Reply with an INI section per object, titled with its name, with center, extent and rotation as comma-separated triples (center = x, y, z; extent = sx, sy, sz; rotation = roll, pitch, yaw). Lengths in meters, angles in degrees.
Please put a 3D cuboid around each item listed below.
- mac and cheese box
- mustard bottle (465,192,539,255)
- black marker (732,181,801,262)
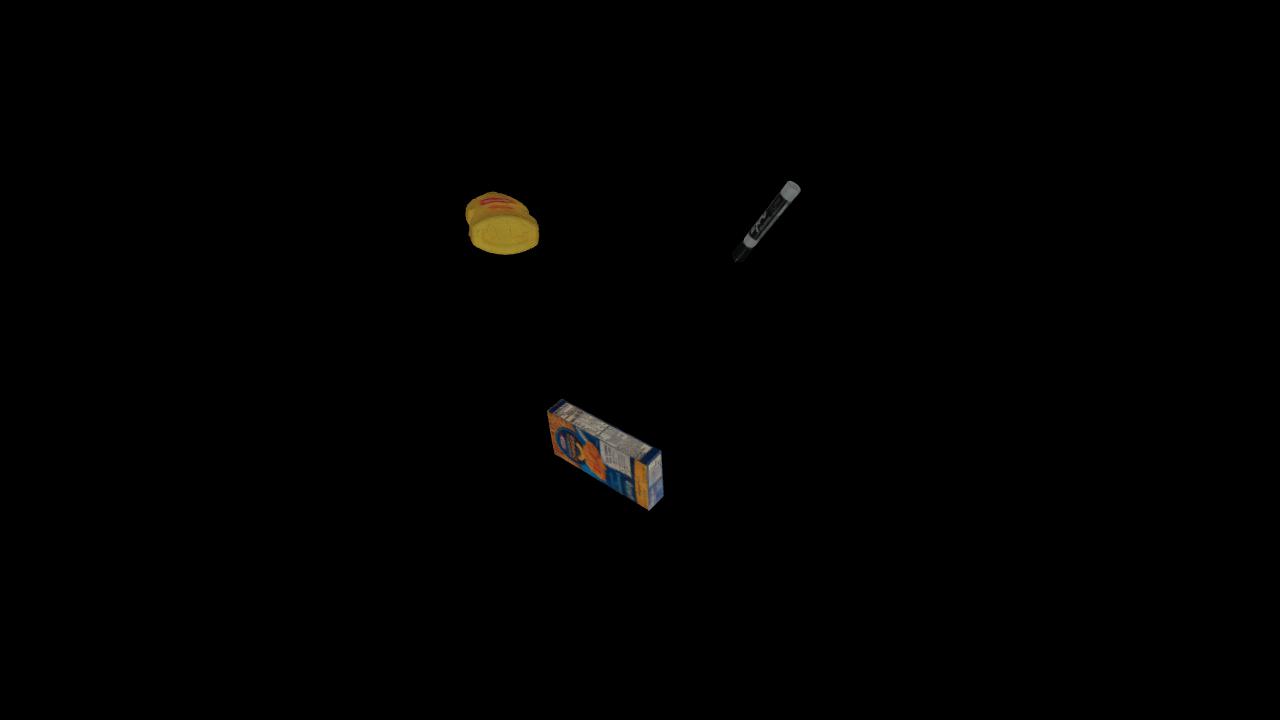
[mac and cheese box]
center = -0.050, 0.132, 0.875
extent = 0.184, 0.093, 0.041
rotation = 23, 45, 31
[mustard bottle]
center = -0.204, -0.204, 0.883
extent = 0.092, 0.054, 0.184
rotation = -9, 30, -15
[black marker]
center = 0.149, -0.163, 0.742
extent = 0.020, 0.020, 0.121
rotation = 0, -36, -34
